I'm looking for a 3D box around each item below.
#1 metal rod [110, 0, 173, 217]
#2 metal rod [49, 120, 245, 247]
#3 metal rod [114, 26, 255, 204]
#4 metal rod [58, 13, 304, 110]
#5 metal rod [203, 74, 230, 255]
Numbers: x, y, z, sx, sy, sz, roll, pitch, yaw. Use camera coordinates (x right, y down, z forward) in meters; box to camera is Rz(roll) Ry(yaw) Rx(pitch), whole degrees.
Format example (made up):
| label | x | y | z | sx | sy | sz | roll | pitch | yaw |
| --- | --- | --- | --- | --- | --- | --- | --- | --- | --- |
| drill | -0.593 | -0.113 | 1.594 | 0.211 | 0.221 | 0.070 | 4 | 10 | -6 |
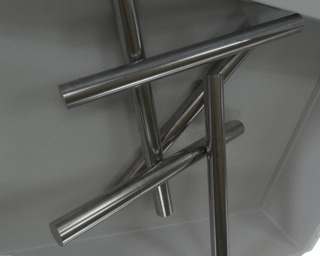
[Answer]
| label | x | y | z | sx | sy | sz | roll | pitch | yaw |
| --- | --- | --- | --- | --- | --- | --- | --- | --- | --- |
| metal rod | -0.016 | -0.012 | 0.369 | 0.025 | 0.025 | 0.298 | -19 | 119 | -17 |
| metal rod | 0.011 | 0.049 | 0.381 | 0.302 | 0.025 | 0.025 | -25 | 130 | -38 |
| metal rod | 0.028 | -0.010 | 0.417 | 0.025 | 0.025 | 0.299 | 34 | 99 | -39 |
| metal rod | 0.041 | -0.080 | 0.340 | 0.302 | 0.025 | 0.025 | -22 | 127 | -20 |
| metal rod | 0.076 | 0.079 | 0.410 | 0.025 | 0.025 | 0.298 | -9 | 102 | -24 |
